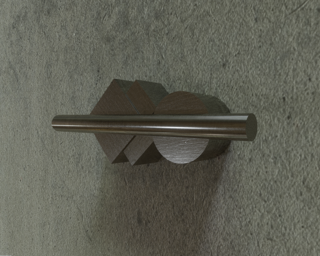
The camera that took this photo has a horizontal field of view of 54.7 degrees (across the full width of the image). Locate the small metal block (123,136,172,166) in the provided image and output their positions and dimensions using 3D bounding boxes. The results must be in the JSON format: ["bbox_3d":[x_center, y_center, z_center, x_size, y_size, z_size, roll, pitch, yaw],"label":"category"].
[{"bbox_3d":[-0.011,0.021,0.401,0.050,0.050,0.025,-50,61,28],"label":"small metal block"}]

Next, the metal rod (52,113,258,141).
[{"bbox_3d":[-0.035,-0.004,0.367,0.300,0.025,0.025,2,91,40],"label":"metal rod"}]

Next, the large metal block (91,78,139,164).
[{"bbox_3d":[-0.046,-0.009,0.426,0.080,0.050,0.080,-49,61,28],"label":"large metal block"}]

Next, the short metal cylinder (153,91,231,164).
[{"bbox_3d":[0.037,-0.001,0.359,0.080,0.050,0.080,0,90,40],"label":"short metal cylinder"}]

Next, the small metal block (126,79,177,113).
[{"bbox_3d":[-0.008,-0.033,0.397,0.025,0.050,0.050,-50,61,28],"label":"small metal block"}]
